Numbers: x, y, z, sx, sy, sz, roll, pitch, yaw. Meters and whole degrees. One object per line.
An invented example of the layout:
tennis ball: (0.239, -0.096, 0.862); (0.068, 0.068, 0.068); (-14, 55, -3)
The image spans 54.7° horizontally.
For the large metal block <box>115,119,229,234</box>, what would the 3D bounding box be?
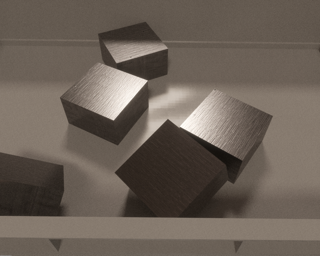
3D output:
large metal block: (0.014, 0.051, 0.330); (0.080, 0.050, 0.080); (-46, 62, -9)

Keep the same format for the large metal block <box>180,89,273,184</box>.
large metal block: (0.079, 0.008, 0.383); (0.080, 0.050, 0.080); (30, 56, 22)

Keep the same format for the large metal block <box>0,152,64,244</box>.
large metal block: (-0.139, 0.061, 0.293); (0.081, 0.050, 0.080); (16, 4, -20)

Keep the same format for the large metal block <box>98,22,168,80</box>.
large metal block: (-0.042, -0.115, 0.485); (0.081, 0.050, 0.080); (-20, 53, -17)

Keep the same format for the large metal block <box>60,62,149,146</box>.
large metal block: (-0.071, -0.035, 0.417); (0.080, 0.050, 0.080); (23, 53, 17)
